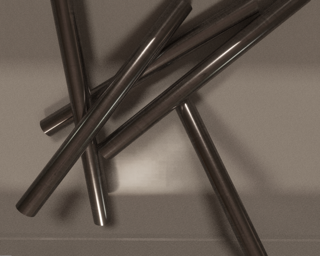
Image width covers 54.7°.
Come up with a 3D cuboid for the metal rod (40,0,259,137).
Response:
[{"bbox_3d":[-0.021,-0.072,0.384,0.300,0.025,0.025,-29,108,10],"label":"metal rod"}]

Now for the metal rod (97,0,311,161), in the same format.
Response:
[{"bbox_3d":[0.048,-0.063,0.369,0.300,0.025,0.025,-38,106,5],"label":"metal rod"}]

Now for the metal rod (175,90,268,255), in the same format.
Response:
[{"bbox_3d":[0.087,0.090,0.381,0.025,0.025,0.299,-26,83,9],"label":"metal rod"}]

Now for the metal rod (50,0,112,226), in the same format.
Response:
[{"bbox_3d":[-0.092,-0.013,0.377,0.025,0.025,0.298,-5,110,1],"label":"metal rod"}]

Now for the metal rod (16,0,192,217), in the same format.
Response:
[{"bbox_3d":[-0.063,-0.026,0.357,0.025,0.025,0.300,37,89,-13],"label":"metal rod"}]
